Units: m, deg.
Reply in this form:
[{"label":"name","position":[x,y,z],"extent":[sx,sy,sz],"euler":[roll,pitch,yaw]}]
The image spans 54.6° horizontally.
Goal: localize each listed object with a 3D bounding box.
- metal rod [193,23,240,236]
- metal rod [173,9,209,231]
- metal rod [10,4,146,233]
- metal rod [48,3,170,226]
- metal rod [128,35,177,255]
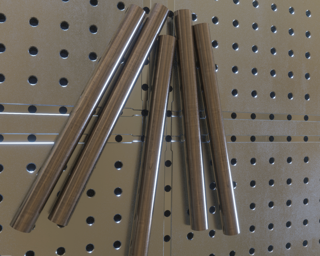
[{"label":"metal rod","position":[0.080,0.004,0.441],"extent":[0.025,0.025,0.298],"euler":[-11,94,-20]},{"label":"metal rod","position":[0.043,-0.009,0.428],"extent":[0.025,0.025,0.298],"euler":[-5,92,-20]},{"label":"metal rod","position":[-0.094,-0.019,0.377],"extent":[0.025,0.025,0.299],"euler":[29,80,-18]},{"label":"metal rod","position":[-0.060,-0.024,0.391],"extent":[0.025,0.025,0.299],"euler":[27,81,-18]},{"label":"metal rod","position":[-0.010,0.027,0.409],"extent":[0.025,0.025,0.299],"euler":[9,87,-20]}]
